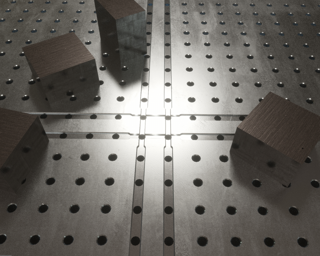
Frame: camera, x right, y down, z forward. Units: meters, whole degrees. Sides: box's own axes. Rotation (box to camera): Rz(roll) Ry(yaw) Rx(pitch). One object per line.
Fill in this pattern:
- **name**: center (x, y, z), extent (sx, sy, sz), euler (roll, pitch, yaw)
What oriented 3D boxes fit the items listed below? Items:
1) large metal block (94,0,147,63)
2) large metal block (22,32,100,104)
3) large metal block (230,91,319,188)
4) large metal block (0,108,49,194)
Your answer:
- **large metal block**: center (-0.064, -0.169, 0.513), extent (0.050, 0.080, 0.080), euler (-25, 55, -20)
- **large metal block**: center (-0.148, -0.093, 0.467), extent (0.081, 0.050, 0.080), euler (-26, 55, -20)
- **large metal block**: center (0.147, 0.012, 0.384), extent (0.080, 0.050, 0.080), euler (34, 57, 24)
- **large metal block**: center (-0.195, 0.023, 0.370), extent (0.080, 0.050, 0.080), euler (12, 51, 9)
